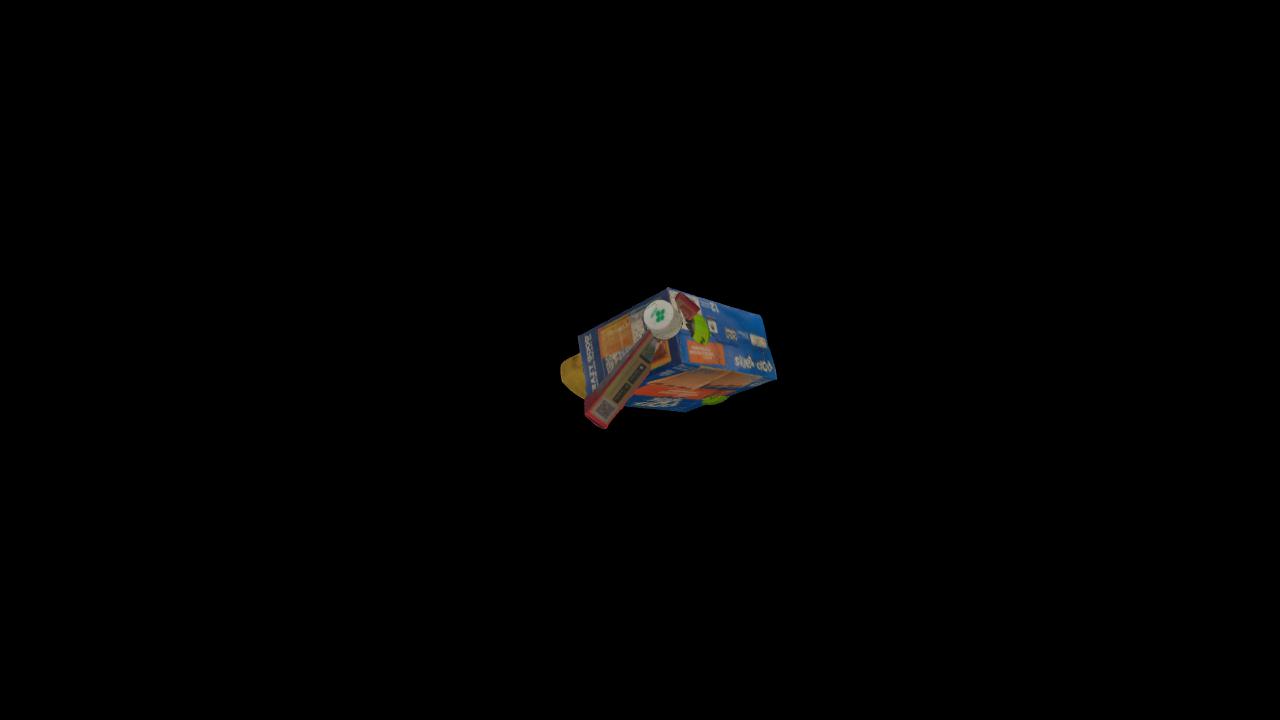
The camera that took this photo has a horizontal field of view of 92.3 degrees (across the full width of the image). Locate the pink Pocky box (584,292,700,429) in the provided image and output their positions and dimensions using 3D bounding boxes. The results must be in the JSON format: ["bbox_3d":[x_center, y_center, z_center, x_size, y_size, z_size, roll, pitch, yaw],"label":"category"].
[{"bbox_3d":[-0.001,-0.003,0.638,0.029,0.155,0.084,38,1,-8],"label":"pink Pocky box"}]

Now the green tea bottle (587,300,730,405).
[{"bbox_3d":[0.052,-0.010,0.662,0.073,0.073,0.212,0,-20,22],"label":"green tea bottle"}]

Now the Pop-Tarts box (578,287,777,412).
[{"bbox_3d":[0.042,-0.002,0.684,0.141,0.083,0.167,-24,-24,39],"label":"Pop-Tarts box"}]

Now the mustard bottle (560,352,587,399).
[{"bbox_3d":[-0.004,-0.009,0.744,0.184,0.054,0.092,-30,-43,31],"label":"mustard bottle"}]
